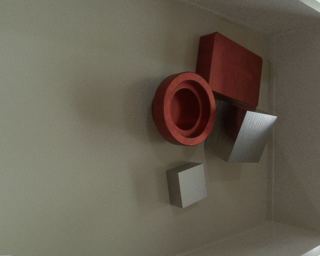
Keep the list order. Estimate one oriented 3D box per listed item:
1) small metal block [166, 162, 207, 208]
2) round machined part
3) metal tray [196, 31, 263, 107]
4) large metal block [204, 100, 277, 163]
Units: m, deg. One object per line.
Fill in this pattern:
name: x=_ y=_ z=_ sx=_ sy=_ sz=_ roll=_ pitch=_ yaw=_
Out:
small metal block: x=0.038 y=0.080 z=0.441 sx=0.050 sy=0.025 sz=0.050 roll=-13 pitch=99 yaw=-39
round machined part: x=0.028 y=-0.025 z=0.421 sx=0.099 sy=0.042 sz=0.097 roll=0 pitch=90 yaw=-40
metal tray: x=0.114 y=-0.089 z=0.502 sx=0.131 sy=0.030 sz=0.090 roll=13 pitch=82 yaw=-40
large metal block: x=0.125 y=0.007 z=0.482 sx=0.081 sy=0.050 sz=0.079 roll=6 pitch=107 yaw=-40
